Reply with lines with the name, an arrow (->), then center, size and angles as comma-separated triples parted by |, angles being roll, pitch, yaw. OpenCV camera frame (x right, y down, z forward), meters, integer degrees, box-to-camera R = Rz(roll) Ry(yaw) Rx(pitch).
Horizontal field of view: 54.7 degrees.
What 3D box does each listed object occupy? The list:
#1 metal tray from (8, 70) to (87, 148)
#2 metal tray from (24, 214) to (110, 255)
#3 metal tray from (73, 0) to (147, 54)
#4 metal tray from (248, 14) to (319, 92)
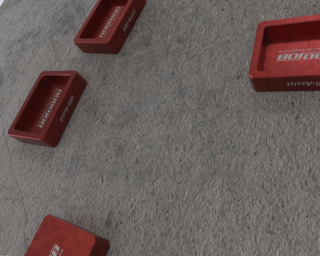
metal tray -> -0.188, -0.036, 0.521 | 0.090, 0.030, 0.130 | 6, 64, 30
metal tray -> -0.125, 0.177, 0.357 | 0.090, 0.030, 0.130 | 11, 67, 32
metal tray -> -0.091, -0.197, 0.569 | 0.090, 0.030, 0.130 | 11, 67, 33
metal tray -> 0.178, -0.089, 0.361 | 0.130, 0.030, 0.090 | 2, 63, 29
